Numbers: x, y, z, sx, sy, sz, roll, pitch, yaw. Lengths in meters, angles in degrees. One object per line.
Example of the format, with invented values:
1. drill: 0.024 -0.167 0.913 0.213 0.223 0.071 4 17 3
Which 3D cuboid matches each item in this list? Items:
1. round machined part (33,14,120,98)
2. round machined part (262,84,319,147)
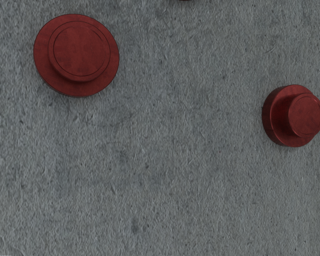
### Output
1. round machined part: -0.096 -0.086 0.364 0.099 0.042 0.097 0 90 -20
2. round machined part: 0.211 -0.019 0.477 0.099 0.042 0.097 0 90 -20
